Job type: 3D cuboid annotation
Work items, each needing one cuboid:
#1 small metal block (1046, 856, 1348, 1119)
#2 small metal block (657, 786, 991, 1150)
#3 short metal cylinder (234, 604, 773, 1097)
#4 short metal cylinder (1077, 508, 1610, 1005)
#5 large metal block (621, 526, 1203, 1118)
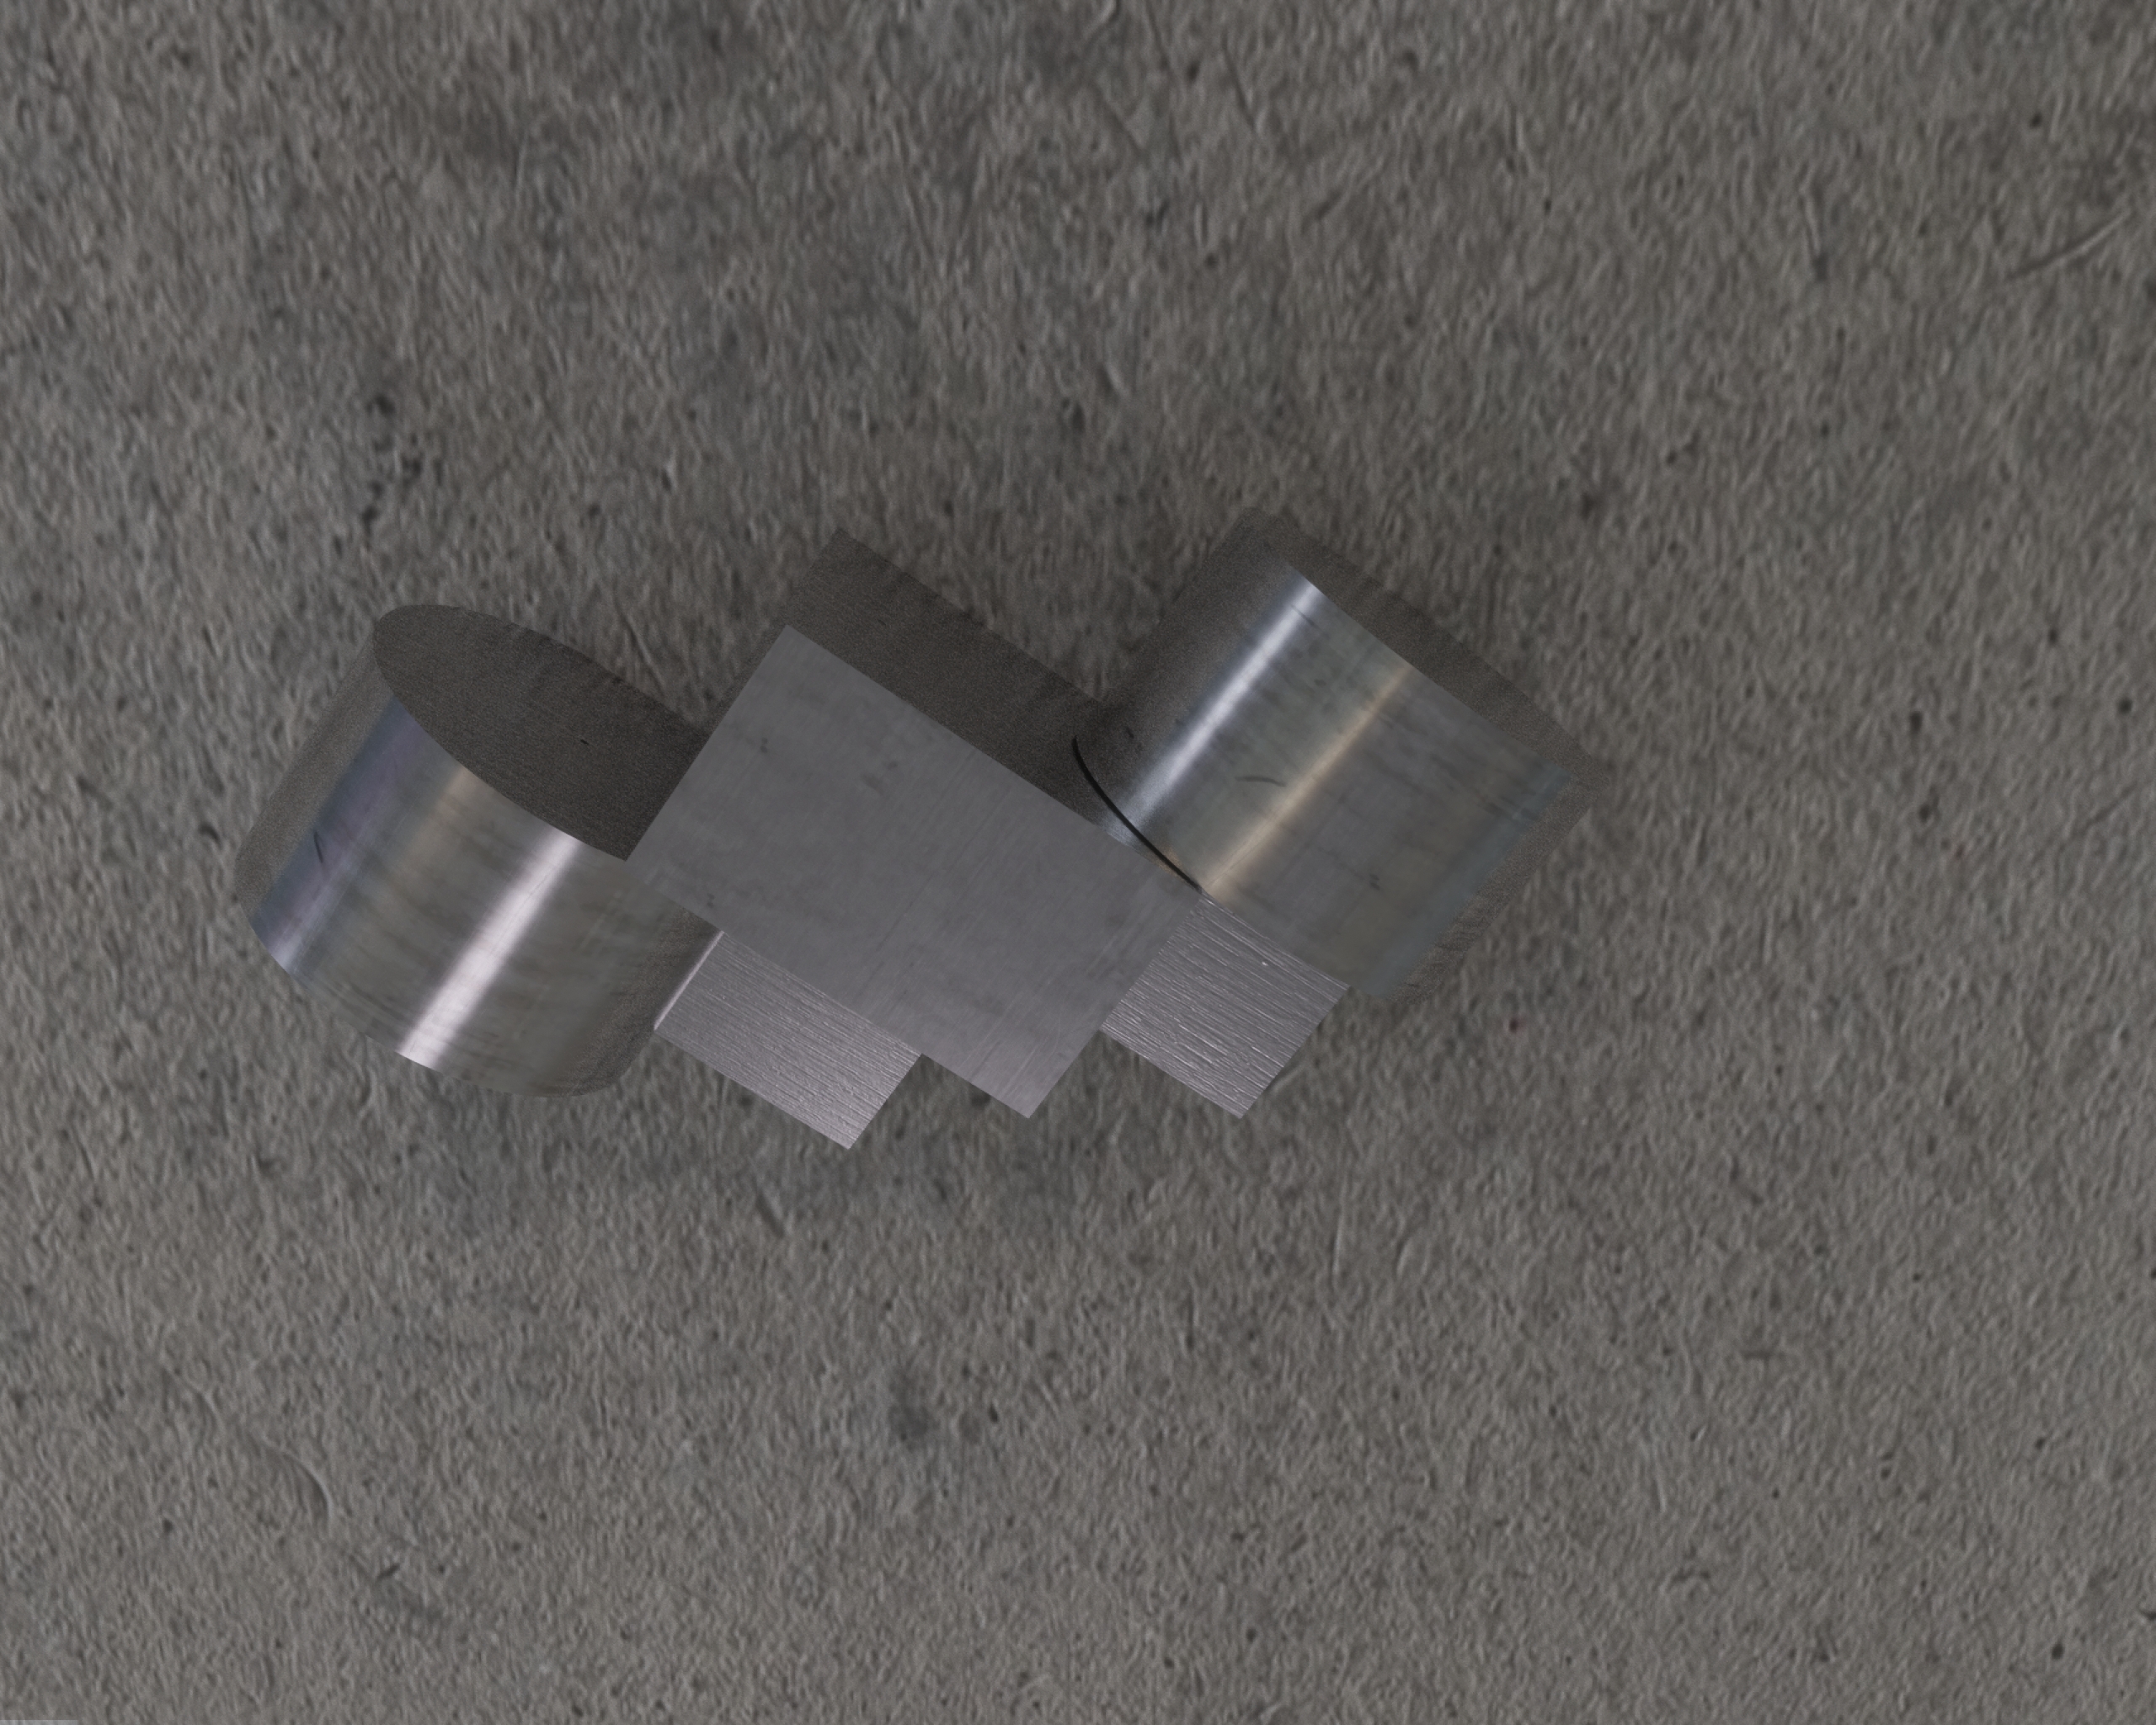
[{"bbox_3d":[0.026,0.015,0.417,0.050,0.025,0.050,34,107,-12],"label":"small metal block"},{"bbox_3d":[-0.052,0.021,0.419,0.050,0.025,0.050,34,107,-12],"label":"small metal block"},{"bbox_3d":[-0.103,-0.003,0.380,0.080,0.080,0.050,33,107,-12],"label":"short metal cylinder"},{"bbox_3d":[0.047,-0.020,0.375,0.080,0.080,0.050,34,107,-12],"label":"short metal cylinder"},{"bbox_3d":[-0.027,-0.011,0.378,0.080,0.080,0.050,33,107,-12],"label":"large metal block"}]
